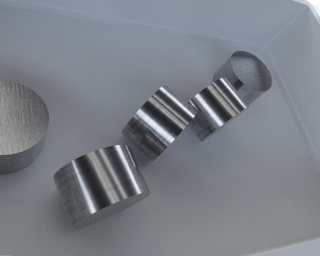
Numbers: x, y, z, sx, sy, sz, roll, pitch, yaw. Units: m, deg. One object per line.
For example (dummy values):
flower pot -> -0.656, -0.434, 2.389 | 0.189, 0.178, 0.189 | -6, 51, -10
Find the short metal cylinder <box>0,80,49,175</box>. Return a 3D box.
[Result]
short metal cylinder -> -0.155, 0.000, 0.306 | 0.081, 0.050, 0.080 | 14, 56, -21

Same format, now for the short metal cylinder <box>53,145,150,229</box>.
short metal cylinder -> -0.056, 0.058, 0.305 | 0.081, 0.080, 0.050 | -14, 70, -34

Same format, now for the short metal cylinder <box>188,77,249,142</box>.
short metal cylinder -> 0.074, -0.024, 0.425 | 0.081, 0.080, 0.050 | -30, 78, -38

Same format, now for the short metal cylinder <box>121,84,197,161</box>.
short metal cylinder -> -0.001, -0.006, 0.373 | 0.050, 0.080, 0.080 | 42, 51, 0

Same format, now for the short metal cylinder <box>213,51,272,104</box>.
short metal cylinder -> 0.135, -0.080, 0.511 | 0.081, 0.050, 0.080 | 14, 56, -21
